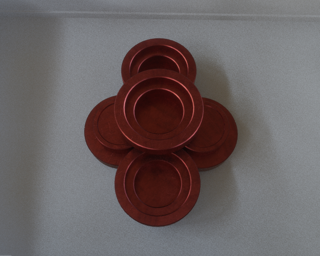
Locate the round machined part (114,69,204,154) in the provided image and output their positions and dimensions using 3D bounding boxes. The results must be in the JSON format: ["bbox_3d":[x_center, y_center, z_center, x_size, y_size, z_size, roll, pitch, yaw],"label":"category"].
[{"bbox_3d":[-0.001,-0.016,0.360,0.099,0.042,0.098,0,70,-1],"label":"round machined part"}]

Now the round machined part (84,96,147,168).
[{"bbox_3d":[-0.048,0.001,0.398,0.099,0.042,0.098,0,70,-1],"label":"round machined part"}]

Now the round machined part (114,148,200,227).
[{"bbox_3d":[-0.003,0.069,0.373,0.099,0.042,0.098,0,70,-1],"label":"round machined part"}]

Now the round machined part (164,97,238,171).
[{"bbox_3d":[0.051,0.004,0.397,0.099,0.042,0.098,0,70,-1],"label":"round machined part"}]

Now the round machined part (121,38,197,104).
[{"bbox_3d":[-0.001,-0.070,0.424,0.099,0.042,0.098,0,70,-1],"label":"round machined part"}]
